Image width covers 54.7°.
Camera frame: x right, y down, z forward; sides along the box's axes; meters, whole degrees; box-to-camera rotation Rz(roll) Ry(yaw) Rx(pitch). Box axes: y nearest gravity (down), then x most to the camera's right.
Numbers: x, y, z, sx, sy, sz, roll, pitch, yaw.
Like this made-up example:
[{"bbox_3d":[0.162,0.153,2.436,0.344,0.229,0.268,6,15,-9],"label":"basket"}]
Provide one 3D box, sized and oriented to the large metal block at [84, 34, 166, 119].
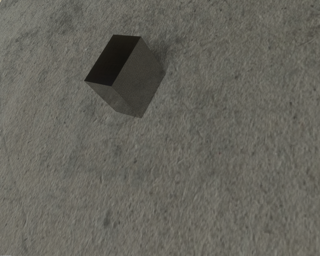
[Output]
[{"bbox_3d":[-0.045,-0.072,0.435,0.050,0.080,0.080,15,70,34],"label":"large metal block"}]
